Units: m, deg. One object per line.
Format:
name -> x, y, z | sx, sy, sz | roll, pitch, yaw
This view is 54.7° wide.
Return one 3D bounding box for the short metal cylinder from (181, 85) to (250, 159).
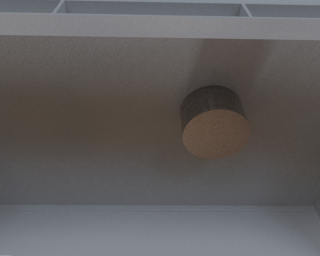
short metal cylinder -> 0.067, -0.007, 0.388 | 0.081, 0.050, 0.079 | 0, 130, 0
